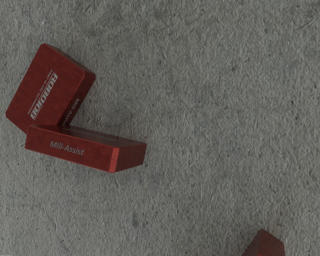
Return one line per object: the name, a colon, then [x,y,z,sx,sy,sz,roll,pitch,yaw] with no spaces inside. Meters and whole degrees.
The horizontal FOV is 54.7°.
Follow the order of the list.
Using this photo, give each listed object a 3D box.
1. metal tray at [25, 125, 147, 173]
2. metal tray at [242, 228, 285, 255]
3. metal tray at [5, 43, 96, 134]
metal tray: [-0.095,0.023,0.407,0.130,0.090,0.030,12,94,19]
metal tray: [0.089,0.184,0.342,0.030,0.090,0.129,33,101,17]
metal tray: [-0.166,-0.048,0.465,0.090,0.030,0.129,36,101,16]
